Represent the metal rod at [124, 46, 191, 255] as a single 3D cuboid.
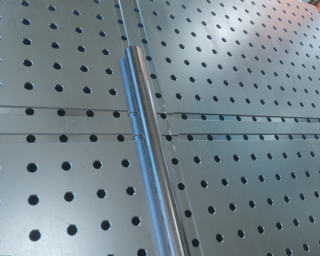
[{"bbox_3d":[-0.008,0.019,0.393,0.025,0.025,0.299,1,61,-28],"label":"metal rod"}]
